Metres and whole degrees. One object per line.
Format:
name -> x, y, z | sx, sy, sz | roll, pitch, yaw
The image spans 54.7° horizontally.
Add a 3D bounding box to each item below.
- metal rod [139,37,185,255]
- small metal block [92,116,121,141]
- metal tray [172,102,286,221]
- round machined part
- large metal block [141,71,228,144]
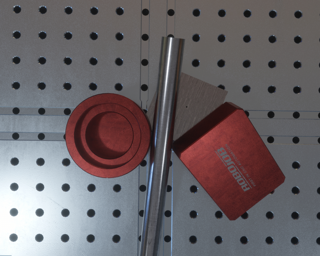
metal rod -> -0.001, 0.046, 0.370 | 0.025, 0.025, 0.298 | 6, 106, 0
small metal block -> -0.073, -0.007, 0.410 | 0.050, 0.025, 0.050 | -22, 90, 0
metal tray -> 0.087, 0.044, 0.383 | 0.090, 0.030, 0.130 | -38, 115, 0
round machined part -> -0.059, 0.009, 0.374 | 0.099, 0.042, 0.097 | 0, 91, 3
large metal block -> 0.030, -0.023, 0.398 | 0.080, 0.050, 0.080 | 23, 90, 0
